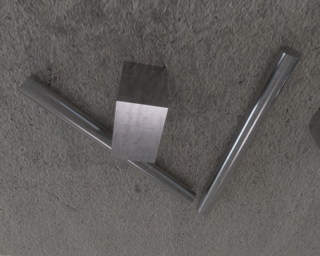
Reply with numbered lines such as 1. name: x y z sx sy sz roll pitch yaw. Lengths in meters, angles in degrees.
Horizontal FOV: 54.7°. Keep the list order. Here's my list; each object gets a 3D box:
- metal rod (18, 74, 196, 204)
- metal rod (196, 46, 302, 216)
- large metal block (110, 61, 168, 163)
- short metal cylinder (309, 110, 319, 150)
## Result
1. metal rod: -0.054 0.030 0.431 0.025 0.025 0.301 -36 122 26
2. metal rod: 0.108 0.027 0.431 0.025 0.025 0.298 10 130 -9
3. large metal block: -0.024 -0.019 0.355 0.050 0.080 0.079 8 130 -7
4. short metal cylinder: 0.243 0.007 0.399 0.081 0.050 0.079 0 130 0
